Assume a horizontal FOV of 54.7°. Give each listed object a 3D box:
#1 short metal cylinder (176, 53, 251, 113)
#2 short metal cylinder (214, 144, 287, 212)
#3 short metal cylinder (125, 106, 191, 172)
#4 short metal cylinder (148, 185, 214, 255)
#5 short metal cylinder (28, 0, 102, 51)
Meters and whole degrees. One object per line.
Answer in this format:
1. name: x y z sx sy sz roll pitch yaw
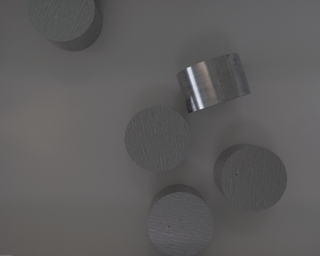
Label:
1. short metal cylinder: 0.066 -0.054 0.384 0.080 0.080 0.050 -18 90 0
2. short metal cylinder: 0.114 0.061 0.400 0.081 0.050 0.080 0 90 0
3. short metal cylinder: -0.002 0.013 0.399 0.081 0.050 0.080 0 90 0
4. short metal cylinder: 0.025 0.117 0.399 0.081 0.050 0.080 0 90 0
5. short metal cylinder: -0.119 -0.144 0.398 0.081 0.050 0.080 0 90 0
